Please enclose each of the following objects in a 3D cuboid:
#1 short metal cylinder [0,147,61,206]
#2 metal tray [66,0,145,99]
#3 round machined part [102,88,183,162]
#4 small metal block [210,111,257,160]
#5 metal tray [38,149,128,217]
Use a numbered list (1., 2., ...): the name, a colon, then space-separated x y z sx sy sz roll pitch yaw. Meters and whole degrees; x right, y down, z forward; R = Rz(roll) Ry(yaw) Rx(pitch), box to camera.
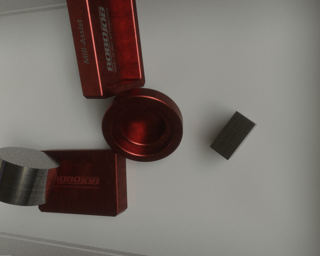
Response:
1. short metal cylinder: -0.179 0.062 0.410 0.080 0.080 0.050 20 97 18
2. metal tray: -0.061 -0.107 0.376 0.030 0.091 0.129 4 109 31
3. round machined part: -0.020 -0.008 0.391 0.099 0.042 0.097 2 124 3
4. small metal block: 0.088 0.008 0.366 0.025 0.050 0.050 38 102 16
5. metal tray: -0.114 0.076 0.447 0.130 0.030 0.089 -2 89 19
